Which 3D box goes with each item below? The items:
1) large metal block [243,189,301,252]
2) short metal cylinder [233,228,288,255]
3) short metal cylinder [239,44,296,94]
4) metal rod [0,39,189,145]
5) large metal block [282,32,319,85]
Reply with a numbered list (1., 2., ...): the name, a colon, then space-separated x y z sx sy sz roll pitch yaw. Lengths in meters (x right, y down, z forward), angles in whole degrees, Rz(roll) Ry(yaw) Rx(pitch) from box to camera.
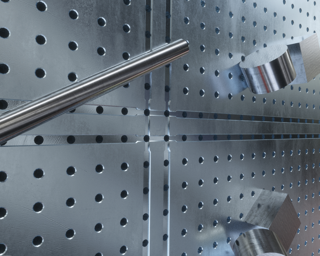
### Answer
1. large metal block: 0.207 0.173 0.566 0.080 0.050 0.080 -46 118 -30
2. short metal cylinder: 0.165 0.212 0.505 0.081 0.050 0.079 -1 116 -2
3. short metal cylinder: 0.182 -0.100 0.526 0.080 0.080 0.050 -43 117 -31
4. metal rod: -0.073 -0.046 0.347 0.302 0.025 0.025 -33 111 -35
5. large metal block: 0.285 -0.140 0.631 0.081 0.050 0.080 -31 109 -36
